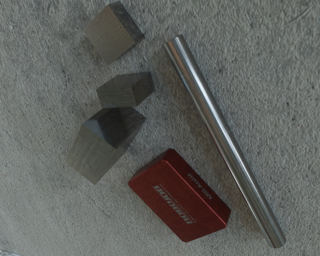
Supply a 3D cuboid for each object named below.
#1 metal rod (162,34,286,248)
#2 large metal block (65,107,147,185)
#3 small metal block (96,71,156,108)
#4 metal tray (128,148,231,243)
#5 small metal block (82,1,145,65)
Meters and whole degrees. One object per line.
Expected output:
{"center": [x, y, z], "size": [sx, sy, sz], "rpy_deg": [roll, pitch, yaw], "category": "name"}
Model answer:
{"center": [0.085, 0.028, 0.378], "size": [0.025, 0.025, 0.299], "rpy_deg": [-19, 109, 35], "category": "metal rod"}
{"center": [-0.072, 0.016, 0.418], "size": [0.050, 0.080, 0.080], "rpy_deg": [37, 129, 3], "category": "large metal block"}
{"center": [-0.041, -0.047, 0.382], "size": [0.050, 0.050, 0.025], "rpy_deg": [-1, 118, 28], "category": "small metal block"}
{"center": [0.027, 0.101, 0.451], "size": [0.130, 0.030, 0.090], "rpy_deg": [47, 129, -6], "category": "metal tray"}
{"center": [-0.055, -0.111, 0.365], "size": [0.050, 0.025, 0.050], "rpy_deg": [-28, 103, 37], "category": "small metal block"}
